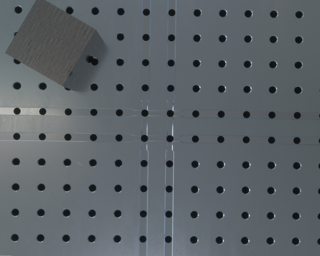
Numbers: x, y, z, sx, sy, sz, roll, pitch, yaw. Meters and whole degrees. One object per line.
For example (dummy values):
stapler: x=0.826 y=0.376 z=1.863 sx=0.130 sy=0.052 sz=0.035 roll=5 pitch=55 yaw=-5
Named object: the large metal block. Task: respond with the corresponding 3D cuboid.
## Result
large metal block: x=-0.133 y=-0.105 z=0.400 sx=0.080 sy=0.050 sz=0.080 roll=30 pitch=90 yaw=0
